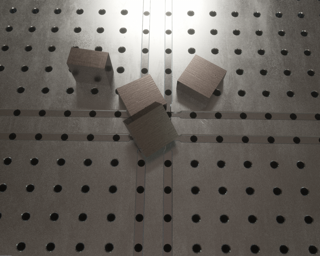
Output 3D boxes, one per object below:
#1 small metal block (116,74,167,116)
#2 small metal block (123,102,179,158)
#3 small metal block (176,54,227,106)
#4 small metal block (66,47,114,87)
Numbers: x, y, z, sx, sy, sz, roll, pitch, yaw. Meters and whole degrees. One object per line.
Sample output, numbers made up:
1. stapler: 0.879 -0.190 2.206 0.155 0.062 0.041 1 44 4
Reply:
1. small metal block: -0.025 -0.039 0.426 0.050 0.025 0.050 -26 72 -10
2. small metal block: -0.011 0.001 0.398 0.050 0.025 0.050 -32 111 -11
3. small metal block: 0.058 -0.068 0.437 0.050 0.025 0.050 31 73 10
4. small metal block: -0.095 -0.083 0.428 0.050 0.050 0.025 9 71 3
